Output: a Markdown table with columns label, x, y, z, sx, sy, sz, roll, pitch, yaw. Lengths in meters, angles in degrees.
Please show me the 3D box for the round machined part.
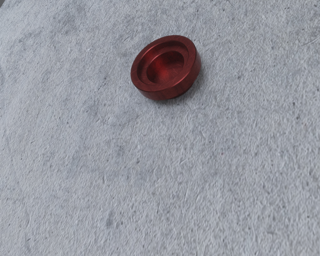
| label | x | y | z | sx | sy | sz | roll | pitch | yaw |
| --- | --- | --- | --- | --- | --- | --- | --- | --- | --- |
| round machined part | 0.012 | -0.080 | 0.437 | 0.098 | 0.042 | 0.098 | -13 | 56 | 21 |
